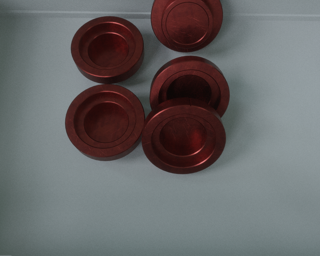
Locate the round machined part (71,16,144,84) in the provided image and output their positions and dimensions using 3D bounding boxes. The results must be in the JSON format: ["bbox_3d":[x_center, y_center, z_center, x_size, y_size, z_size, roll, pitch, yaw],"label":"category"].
[{"bbox_3d":[-0.071,-0.105,0.438,0.099,0.042,0.098,0,70,0],"label":"round machined part"}]

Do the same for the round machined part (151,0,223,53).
[{"bbox_3d":[0.036,-0.148,0.422,0.099,0.097,0.042,2,37,0],"label":"round machined part"}]

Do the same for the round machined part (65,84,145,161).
[{"bbox_3d":[-0.068,-0.004,0.402,0.099,0.042,0.098,0,70,0],"label":"round machined part"}]

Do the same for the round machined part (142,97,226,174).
[{"bbox_3d":[0.028,0.006,0.379,0.099,0.097,0.042,0,31,0],"label":"round machined part"}]

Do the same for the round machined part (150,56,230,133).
[{"bbox_3d":[0.037,-0.046,0.398,0.099,0.097,0.042,0,30,0],"label":"round machined part"}]
